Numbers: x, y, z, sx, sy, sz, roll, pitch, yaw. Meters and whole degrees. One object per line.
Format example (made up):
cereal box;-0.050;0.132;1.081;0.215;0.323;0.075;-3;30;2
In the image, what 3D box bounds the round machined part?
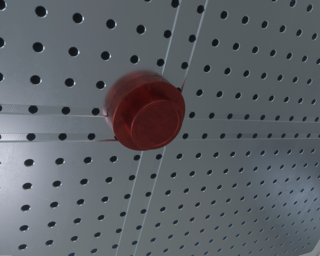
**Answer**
round machined part;-0.011;-0.012;0.386;0.099;0.042;0.097;-14;124;-21
